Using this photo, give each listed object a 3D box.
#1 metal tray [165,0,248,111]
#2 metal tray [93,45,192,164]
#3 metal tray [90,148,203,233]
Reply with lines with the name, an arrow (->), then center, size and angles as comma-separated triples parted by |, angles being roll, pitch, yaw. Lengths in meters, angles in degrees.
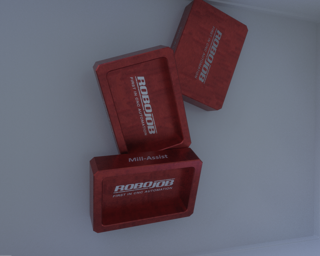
metal tray -> 0.060, -0.099, 0.430 | 0.091, 0.030, 0.130 | 22, 83, -19
metal tray -> -0.019, -0.025, 0.376 | 0.091, 0.030, 0.129 | -18, 113, -12
metal tray -> -0.018, 0.075, 0.381 | 0.131, 0.030, 0.089 | -4, 118, -20
